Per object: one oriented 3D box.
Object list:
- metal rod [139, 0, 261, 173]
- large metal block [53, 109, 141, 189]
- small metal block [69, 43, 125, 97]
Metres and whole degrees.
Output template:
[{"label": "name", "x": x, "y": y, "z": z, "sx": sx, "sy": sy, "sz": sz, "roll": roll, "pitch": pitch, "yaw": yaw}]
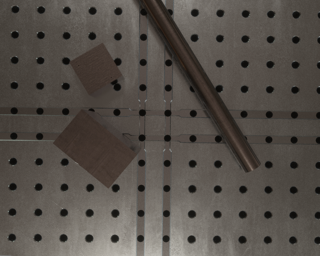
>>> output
[{"label": "metal rod", "x": 0.046, "y": -0.074, "z": 0.413, "sx": 0.025, "sy": 0.025, "sz": 0.299, "roll": -31, "pitch": 90, "yaw": 0}, {"label": "large metal block", "x": -0.073, "y": 0.023, "z": 0.385, "sx": 0.080, "sy": 0.080, "sz": 0.050, "roll": 40, "pitch": 90, "yaw": -1}, {"label": "small metal block", "x": -0.083, "y": -0.077, "z": 0.412, "sx": 0.050, "sy": 0.025, "sz": 0.050, "roll": -31, "pitch": 90, "yaw": -1}]
